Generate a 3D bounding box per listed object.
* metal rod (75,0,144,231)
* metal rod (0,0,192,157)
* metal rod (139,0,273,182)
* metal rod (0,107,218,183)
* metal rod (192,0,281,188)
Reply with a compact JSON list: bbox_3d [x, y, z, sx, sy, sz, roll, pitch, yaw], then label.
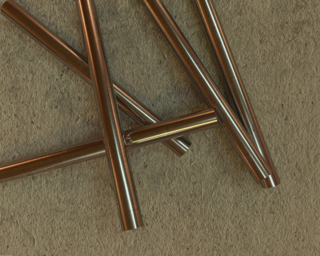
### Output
[{"bbox_3d":[-0.065,-0.031,0.375,0.025,0.025,0.299,-14,76,0],"label":"metal rod"},{"bbox_3d":[-0.083,-0.065,0.409,0.300,0.025,0.025,39,90,0],"label":"metal rod"},{"bbox_3d":[0.051,-0.066,0.398,0.025,0.025,0.299,-32,86,0],"label":"metal rod"},{"bbox_3d":[-0.077,0.025,0.392,0.301,0.025,0.025,-15,90,6],"label":"metal rod"},{"bbox_3d":[0.095,-0.065,0.410,0.025,0.025,0.299,-20,90,0],"label":"metal rod"}]
